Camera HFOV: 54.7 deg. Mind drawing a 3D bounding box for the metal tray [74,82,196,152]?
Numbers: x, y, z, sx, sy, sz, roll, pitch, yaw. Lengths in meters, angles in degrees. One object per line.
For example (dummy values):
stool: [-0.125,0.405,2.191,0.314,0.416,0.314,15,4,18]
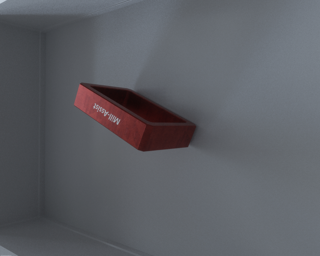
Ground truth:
metal tray: [-0.032,-0.016,0.384,0.130,0.091,0.030,31,109,35]
